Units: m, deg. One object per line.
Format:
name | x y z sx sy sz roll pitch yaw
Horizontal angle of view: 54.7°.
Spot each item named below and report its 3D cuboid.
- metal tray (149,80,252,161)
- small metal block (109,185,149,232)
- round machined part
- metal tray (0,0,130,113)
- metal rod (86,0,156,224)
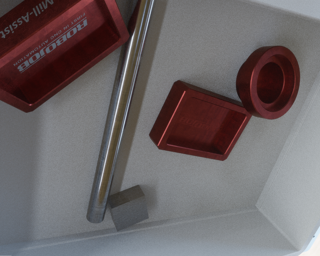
metal tray | 0.060 -0.006 0.436 0.131 0.030 0.089 13 112 -34
small metal block | -0.047 0.118 0.458 0.050 0.025 0.050 -19 126 -18
round machined part | 0.144 -0.063 0.428 0.099 0.042 0.097 -7 104 -30
metal tray | -0.095 -0.074 0.277 0.130 0.030 0.090 -38 167 -3
metal rod | -0.054 -0.005 0.377 0.025 0.025 0.298 2 118 -30
